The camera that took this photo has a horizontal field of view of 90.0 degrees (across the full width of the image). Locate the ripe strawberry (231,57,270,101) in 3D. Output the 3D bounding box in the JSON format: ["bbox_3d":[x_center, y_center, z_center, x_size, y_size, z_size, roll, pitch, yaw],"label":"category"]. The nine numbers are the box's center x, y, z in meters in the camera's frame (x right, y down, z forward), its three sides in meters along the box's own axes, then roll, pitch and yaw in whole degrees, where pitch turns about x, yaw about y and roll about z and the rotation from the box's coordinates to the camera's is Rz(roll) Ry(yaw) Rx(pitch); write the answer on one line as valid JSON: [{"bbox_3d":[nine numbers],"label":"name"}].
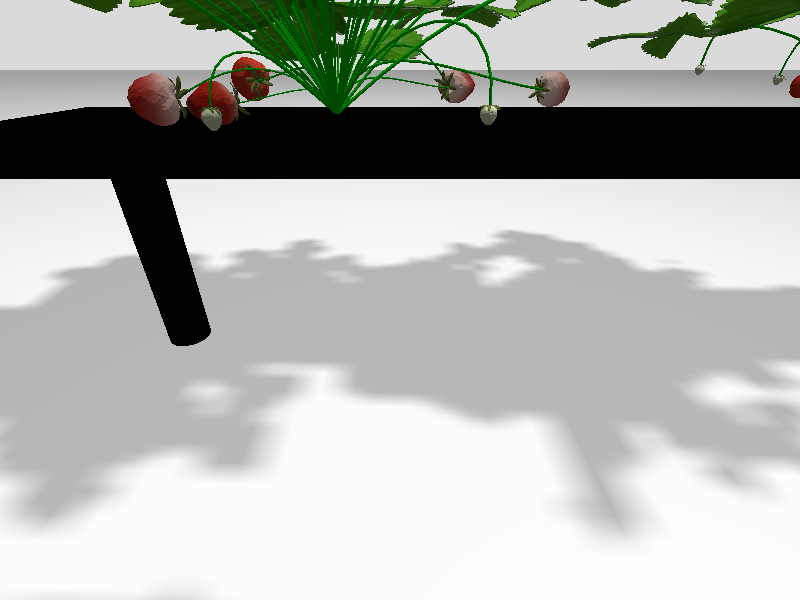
[{"bbox_3d":[-0.160,-0.234,0.424,0.039,0.041,0.042,-23,37,-33],"label":"ripe strawberry"}]

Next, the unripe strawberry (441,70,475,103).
[{"bbox_3d":[0.056,-0.203,0.382,0.029,0.029,0.032,-21,37,-32],"label":"unripe strawberry"}]

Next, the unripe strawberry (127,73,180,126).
[{"bbox_3d":[-0.157,-0.127,0.255,0.028,0.030,0.026,-18,36,-26],"label":"unripe strawberry"}]

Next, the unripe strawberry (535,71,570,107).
[{"bbox_3d":[0.144,-0.197,0.374,0.030,0.030,0.028,-10,33,-17],"label":"unripe strawberry"}]

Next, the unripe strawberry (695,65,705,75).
[{"bbox_3d":[0.393,-0.301,0.525,0.011,0.011,0.010,-1,31,-1],"label":"unripe strawberry"}]

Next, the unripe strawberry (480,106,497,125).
[{"bbox_3d":[0.047,-0.098,0.213,0.009,0.010,0.010,-23,38,-33],"label":"unripe strawberry"}]

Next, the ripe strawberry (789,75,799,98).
[{"bbox_3d":[0.431,-0.228,0.422,0.032,0.027,0.032,7,31,12],"label":"ripe strawberry"}]

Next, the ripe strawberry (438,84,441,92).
[{"bbox_3d":[0.056,-0.243,0.456,0.023,0.019,0.023,18,10,27],"label":"ripe strawberry"}]

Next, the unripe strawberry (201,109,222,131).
[{"bbox_3d":[-0.104,-0.100,0.222,0.011,0.011,0.011,14,34,22],"label":"unripe strawberry"}]

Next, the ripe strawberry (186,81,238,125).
[{"bbox_3d":[-0.119,-0.124,0.254,0.029,0.025,0.029,-28,41,-37],"label":"ripe strawberry"}]

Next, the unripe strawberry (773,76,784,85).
[{"bbox_3d":[0.439,-0.255,0.465,0.009,0.010,0.010,6,32,11],"label":"unripe strawberry"}]
